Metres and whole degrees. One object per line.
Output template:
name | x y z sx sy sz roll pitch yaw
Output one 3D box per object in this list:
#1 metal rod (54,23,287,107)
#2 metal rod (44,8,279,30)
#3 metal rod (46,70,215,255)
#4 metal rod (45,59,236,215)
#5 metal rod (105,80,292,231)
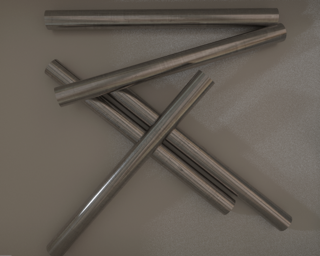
metal rod | 0.019 -0.082 0.395 0.302 0.025 0.025 -18 90 -7
metal rod | 0.003 -0.145 0.410 0.302 0.025 0.025 -1 90 -1
metal rod | -0.041 0.050 0.390 0.025 0.025 0.299 41 97 -1
metal rod | -0.026 0.012 0.410 0.300 0.025 0.025 38 90 -1
metal rod | 0.049 0.034 0.411 0.300 0.025 0.025 38 90 -1
